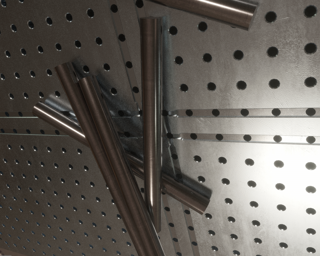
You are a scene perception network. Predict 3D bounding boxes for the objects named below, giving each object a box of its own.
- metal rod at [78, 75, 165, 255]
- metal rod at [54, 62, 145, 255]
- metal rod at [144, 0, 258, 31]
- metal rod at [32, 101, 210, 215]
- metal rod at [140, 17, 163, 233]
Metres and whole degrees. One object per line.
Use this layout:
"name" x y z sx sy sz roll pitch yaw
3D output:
"metal rod" -0.046 0.072 0.427 0.025 0.025 0.299 -19 93 35
"metal rod" -0.077 0.050 0.446 0.025 0.025 0.299 -17 99 34
"metal rod" -0.046 -0.160 0.334 0.301 0.025 0.025 22 127 14
"metal rod" -0.063 0.041 0.468 0.301 0.025 0.025 29 128 9
"metal rod" -0.010 0.014 0.402 0.025 0.025 0.298 11 116 22
